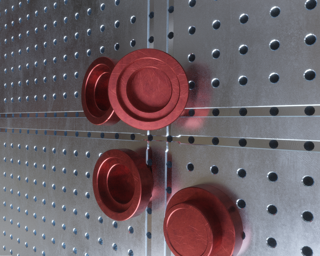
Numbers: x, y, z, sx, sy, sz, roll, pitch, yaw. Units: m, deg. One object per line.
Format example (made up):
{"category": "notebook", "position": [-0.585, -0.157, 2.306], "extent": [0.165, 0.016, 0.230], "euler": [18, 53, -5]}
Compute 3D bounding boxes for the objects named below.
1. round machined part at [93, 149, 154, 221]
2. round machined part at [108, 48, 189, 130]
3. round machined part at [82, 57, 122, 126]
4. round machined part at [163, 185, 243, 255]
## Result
{"category": "round machined part", "position": [-0.048, 0.078, 0.439], "extent": [0.098, 0.042, 0.097], "euler": [0, 90, 40]}
{"category": "round machined part", "position": [-0.012, -0.049, 0.390], "extent": [0.098, 0.042, 0.097], "euler": [1, 99, 6]}
{"category": "round machined part", "position": [-0.072, -0.052, 0.454], "extent": [0.098, 0.042, 0.098], "euler": [-4, 85, 46]}
{"category": "round machined part", "position": [0.043, 0.118, 0.364], "extent": [0.098, 0.042, 0.097], "euler": [0, 90, 40]}
